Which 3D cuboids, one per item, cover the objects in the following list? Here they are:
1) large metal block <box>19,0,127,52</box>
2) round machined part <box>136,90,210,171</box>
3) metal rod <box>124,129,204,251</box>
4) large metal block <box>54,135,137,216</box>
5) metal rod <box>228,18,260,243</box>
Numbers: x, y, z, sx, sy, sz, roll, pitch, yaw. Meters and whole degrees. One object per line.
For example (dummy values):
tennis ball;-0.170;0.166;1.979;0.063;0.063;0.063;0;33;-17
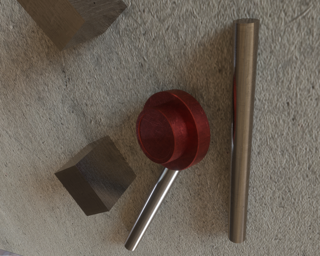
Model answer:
large metal block;-0.096;-0.140;0.334;0.050;0.080;0.080;-33;100;38
round machined part;0.008;0.005;0.370;0.098;0.042;0.097;19;117;43
metal rod;-0.005;0.104;0.472;0.025;0.025;0.298;31;128;8
large metal block;-0.093;0.070;0.461;0.050;0.080;0.080;-23;106;36
metal rod;0.096;0.026;0.371;0.025;0.025;0.298;8;122;23
